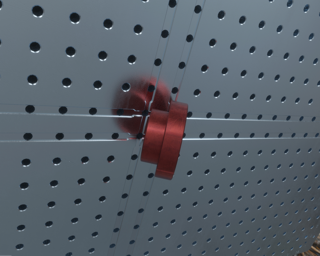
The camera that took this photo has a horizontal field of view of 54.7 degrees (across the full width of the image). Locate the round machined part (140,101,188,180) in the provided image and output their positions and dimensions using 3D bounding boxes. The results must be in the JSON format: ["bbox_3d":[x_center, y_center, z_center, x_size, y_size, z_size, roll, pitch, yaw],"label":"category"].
[{"bbox_3d":[0.003,0.013,0.387,0.042,0.098,0.097,13,116,1],"label":"round machined part"}]
